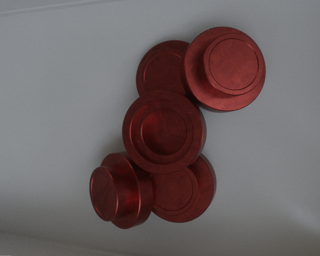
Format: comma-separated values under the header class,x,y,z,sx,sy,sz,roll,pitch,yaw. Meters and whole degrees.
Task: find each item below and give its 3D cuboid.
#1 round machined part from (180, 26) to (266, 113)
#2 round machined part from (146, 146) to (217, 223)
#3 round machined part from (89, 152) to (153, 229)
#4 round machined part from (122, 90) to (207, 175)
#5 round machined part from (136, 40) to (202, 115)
class,x,y,z,sx,sy,sz,roll,pitch,yaw
round machined part,0.075,-0.067,0.350,0.099,0.042,0.097,0,87,-11
round machined part,0.019,0.072,0.392,0.098,0.042,0.097,0,90,19
round machined part,-0.056,0.081,0.396,0.098,0.042,0.097,6,98,49
round machined part,0.008,0.005,0.373,0.098,0.042,0.097,0,90,19
round machined part,0.014,-0.063,0.394,0.098,0.042,0.097,0,90,19
